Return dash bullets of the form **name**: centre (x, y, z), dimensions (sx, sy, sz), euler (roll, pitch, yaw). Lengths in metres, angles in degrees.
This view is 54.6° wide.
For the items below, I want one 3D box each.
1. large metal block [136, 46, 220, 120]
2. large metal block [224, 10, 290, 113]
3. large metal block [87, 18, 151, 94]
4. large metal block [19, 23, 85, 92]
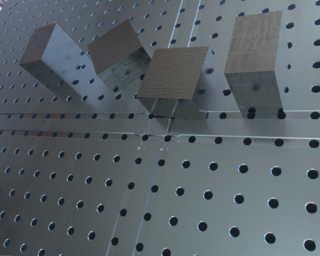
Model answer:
- **large metal block**: centre (0.026, -0.060, 0.416), dimensions (0.080, 0.050, 0.080), euler (6, 65, 31)
- **large metal block**: centre (0.115, -0.072, 0.357), dimensions (0.050, 0.080, 0.080), euler (2, 63, 29)
- **large metal block**: centre (-0.062, -0.115, 0.496), dimensions (0.080, 0.050, 0.080), euler (-31, 52, 8)
- **large metal block**: centre (-0.187, -0.122, 0.548), dimensions (0.050, 0.080, 0.080), euler (-4, 60, 26)
